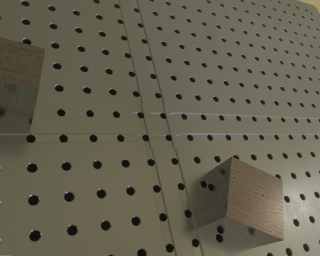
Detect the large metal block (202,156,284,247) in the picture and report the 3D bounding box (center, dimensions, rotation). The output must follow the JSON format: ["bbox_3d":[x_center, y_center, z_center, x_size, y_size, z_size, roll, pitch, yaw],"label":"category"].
[{"bbox_3d":[0.107,0.095,0.394,0.080,0.050,0.080,25,53,-13],"label":"large metal block"}]

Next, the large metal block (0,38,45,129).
[{"bbox_3d":[-0.166,-0.045,0.311,0.081,0.080,0.050,10,58,-24],"label":"large metal block"}]
